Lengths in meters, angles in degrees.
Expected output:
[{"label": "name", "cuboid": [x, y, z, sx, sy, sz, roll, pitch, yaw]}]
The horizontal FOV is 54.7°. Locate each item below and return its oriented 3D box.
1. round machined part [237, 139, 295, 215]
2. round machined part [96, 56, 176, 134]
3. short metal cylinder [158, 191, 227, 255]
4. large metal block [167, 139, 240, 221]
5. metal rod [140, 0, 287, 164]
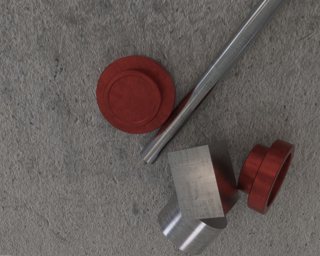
[{"label": "round machined part", "cuboid": [0.135, 0.059, 0.404, 0.042, 0.099, 0.097, 24, 113, 29]}, {"label": "round machined part", "cuboid": [-0.031, -0.038, 0.380, 0.099, 0.042, 0.097, 2, 106, 6]}, {"label": "short metal cylinder", "cuboid": [0.045, 0.124, 0.426, 0.080, 0.080, 0.050, 31, 108, -11]}, {"label": "large metal block", "cuboid": [0.057, 0.061, 0.384, 0.050, 0.080, 0.080, -14, 86, 26]}, {"label": "metal rod", "cuboid": [0.071, -0.072, 0.383, 0.025, 0.025, 0.299, 35, 106, -12]}]
